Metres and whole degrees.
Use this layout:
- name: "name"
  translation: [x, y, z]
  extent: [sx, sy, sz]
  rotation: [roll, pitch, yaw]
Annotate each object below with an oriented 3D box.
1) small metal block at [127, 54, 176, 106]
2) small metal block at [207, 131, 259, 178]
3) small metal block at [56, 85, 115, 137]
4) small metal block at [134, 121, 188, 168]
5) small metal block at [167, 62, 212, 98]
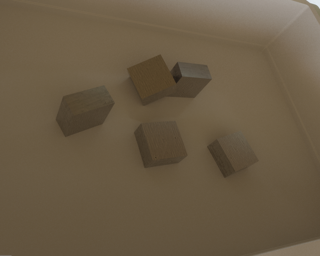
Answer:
- name: "small metal block"
  translation: [-0.011, -0.066, 0.426]
  extent: [0.050, 0.025, 0.050]
  rotation: [-24, 73, -5]
- name: "small metal block"
  translation: [0.103, 0.036, 0.439]
  extent: [0.050, 0.025, 0.050]
  rotation: [-16, 70, -34]
- name: "small metal block"
  translation: [-0.086, -0.019, 0.355]
  extent: [0.050, 0.050, 0.025]
  rotation: [-23, 74, -36]
- name: "small metal block"
  translation: [0.001, 0.020, 0.394]
  extent: [0.050, 0.025, 0.050]
  rotation: [-5, 64, -30]
- name: "small metal block"
  translation: [0.039, -0.069, 0.452]
  extent: [0.050, 0.050, 0.025]
  rotation: [0, 62, -29]
